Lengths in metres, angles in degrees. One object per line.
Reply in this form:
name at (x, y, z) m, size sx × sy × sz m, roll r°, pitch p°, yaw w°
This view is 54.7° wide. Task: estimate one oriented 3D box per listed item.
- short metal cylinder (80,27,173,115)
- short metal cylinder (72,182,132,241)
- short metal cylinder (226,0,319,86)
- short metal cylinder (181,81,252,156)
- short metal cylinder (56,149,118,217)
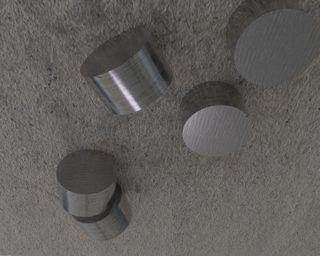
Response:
short metal cylinder at (-0.034, -0.059, 0.320) m, size 0.080 × 0.080 × 0.050 m, roll -21°, pitch 127°, yaw 17°
short metal cylinder at (-0.089, 0.124, 0.476) m, size 0.080 × 0.080 × 0.050 m, roll -11°, pitch 129°, yaw 9°
short metal cylinder at (0.112, -0.090, 0.315) m, size 0.081 × 0.050 × 0.079 m, roll 0°, pitch 130°, yaw 0°
short metal cylinder at (0.067, -0.011, 0.382) m, size 0.081 × 0.050 × 0.079 m, roll 0°, pitch 130°, yaw 0°
short metal cylinder at (-0.102, 0.076, 0.435) m, size 0.081 × 0.080 × 0.050 m, roll 7°, pitch 130°, yaw -6°
